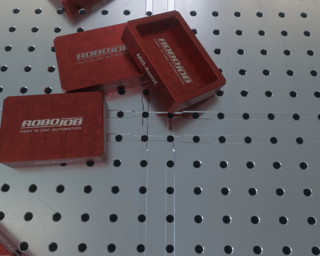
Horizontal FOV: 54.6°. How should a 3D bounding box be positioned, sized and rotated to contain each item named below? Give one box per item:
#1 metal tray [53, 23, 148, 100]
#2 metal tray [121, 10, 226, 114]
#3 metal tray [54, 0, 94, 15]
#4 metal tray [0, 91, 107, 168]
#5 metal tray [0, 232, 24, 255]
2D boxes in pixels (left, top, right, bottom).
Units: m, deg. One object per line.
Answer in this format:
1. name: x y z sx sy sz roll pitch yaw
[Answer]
1. metal tray: -0.078 -0.098 0.445 0.131 0.030 0.090 -14 71 -5
2. metal tray: 0.018 -0.093 0.419 0.091 0.030 0.130 -26 78 -31
3. metal tray: -0.124 -0.252 0.501 0.130 0.030 0.090 -39 75 -13
4. metal tray: -0.138 0.001 0.408 0.131 0.030 0.090 -4 70 -2
5. metal tray: -0.204 0.168 0.346 0.130 0.030 0.090 37 74 12
